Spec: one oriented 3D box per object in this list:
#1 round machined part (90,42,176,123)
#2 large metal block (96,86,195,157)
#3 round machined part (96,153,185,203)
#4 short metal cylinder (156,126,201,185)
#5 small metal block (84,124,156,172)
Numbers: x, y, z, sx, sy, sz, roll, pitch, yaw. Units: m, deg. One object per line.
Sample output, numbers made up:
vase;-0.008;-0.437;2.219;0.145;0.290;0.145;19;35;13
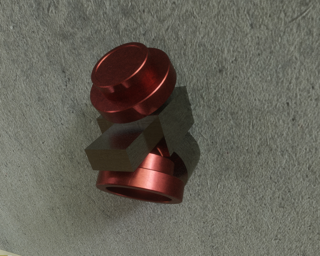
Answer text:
round machined part;-0.035;-0.056;0.339;0.098;0.098;0.042;-2;142;29
large metal block;-0.014;-0.009;0.372;0.080;0.080;0.050;-2;118;29
round machined part;-0.020;0.056;0.356;0.099;0.042;0.098;9;159;4
short metal cylinder;0.008;0.040;0.413;0.080;0.050;0.079;13;124;20
small metal block;-0.040;0.020;0.319;0.050;0.050;0.025;-2;117;29
